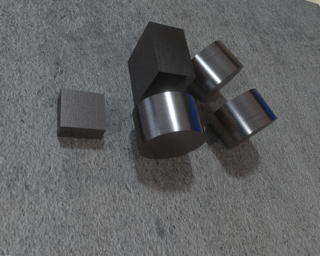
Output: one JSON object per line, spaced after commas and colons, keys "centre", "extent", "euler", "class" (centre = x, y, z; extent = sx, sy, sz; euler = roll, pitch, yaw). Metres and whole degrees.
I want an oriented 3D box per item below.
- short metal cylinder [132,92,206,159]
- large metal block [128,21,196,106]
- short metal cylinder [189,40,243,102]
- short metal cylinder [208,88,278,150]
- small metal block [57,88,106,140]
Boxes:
{"centre": [0.010, -0.001, 0.374], "extent": [0.081, 0.080, 0.050], "euler": [2, 61, -27], "class": "short metal cylinder"}
{"centre": [-0.002, -0.080, 0.416], "extent": [0.050, 0.080, 0.080], "euler": [4, 60, -26], "class": "large metal block"}
{"centre": [0.076, -0.083, 0.460], "extent": [0.081, 0.080, 0.050], "euler": [-34, 81, -38], "class": "short metal cylinder"}
{"centre": [0.116, -0.012, 0.438], "extent": [0.081, 0.080, 0.050], "euler": [-22, 74, -36], "class": "short metal cylinder"}
{"centre": [-0.092, -0.016, 0.364], "extent": [0.050, 0.025, 0.050], "euler": [6, 59, -25], "class": "small metal block"}
